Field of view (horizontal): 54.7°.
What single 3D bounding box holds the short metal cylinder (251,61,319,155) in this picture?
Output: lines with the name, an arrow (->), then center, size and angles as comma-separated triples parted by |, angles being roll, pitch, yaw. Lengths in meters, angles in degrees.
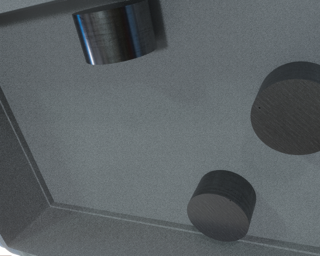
short metal cylinder -> 0.136, -0.020, 0.308 | 0.080, 0.050, 0.079 | 13, 124, 21

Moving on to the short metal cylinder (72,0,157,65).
short metal cylinder -> -0.047, -0.105, 0.333 | 0.080, 0.080, 0.050 | 3, 120, 27

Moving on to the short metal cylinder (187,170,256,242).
short metal cylinder -> 0.083, 0.103, 0.413 | 0.080, 0.050, 0.079 | 13, 124, 21
